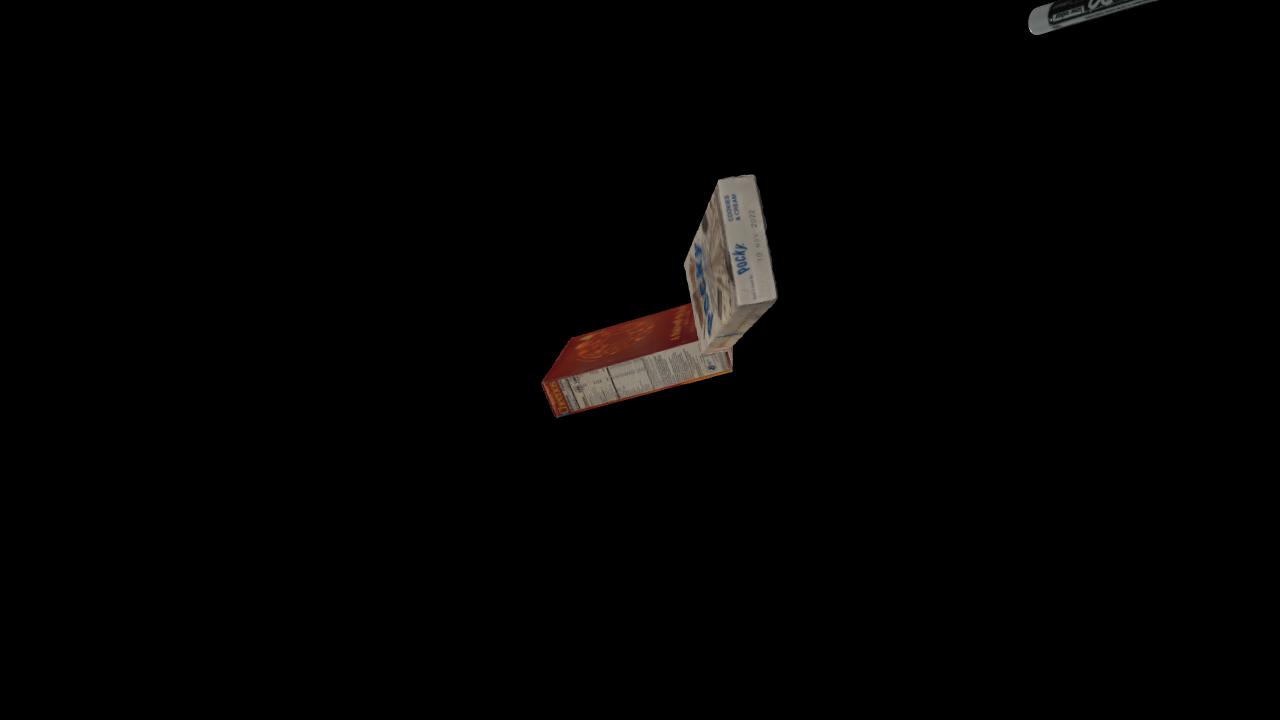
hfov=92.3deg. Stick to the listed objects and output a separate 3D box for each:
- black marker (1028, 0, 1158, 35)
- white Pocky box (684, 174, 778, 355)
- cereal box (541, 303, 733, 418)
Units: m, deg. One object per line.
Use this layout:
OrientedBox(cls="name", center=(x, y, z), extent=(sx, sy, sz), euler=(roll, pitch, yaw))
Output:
OrientedBox(cls="black marker", center=(0.311, -0.234, 0.394), extent=(0.020, 0.020, 0.121), euler=(0, 12, -22))
OrientedBox(cls="white Pocky box", center=(0.060, -0.059, 0.440), extent=(0.028, 0.084, 0.154), euler=(-8, -10, -5))
OrientedBox(cls="cereal box", center=(0.004, -0.011, 1.048), extent=(0.306, 0.081, 0.203), euler=(-16, 20, 15))
